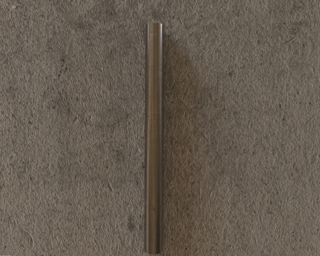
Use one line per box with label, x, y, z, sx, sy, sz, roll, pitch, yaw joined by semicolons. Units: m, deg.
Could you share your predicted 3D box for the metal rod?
metal rod;-0.008;0.014;0.411;0.025;0.025;0.298;0;90;-1
